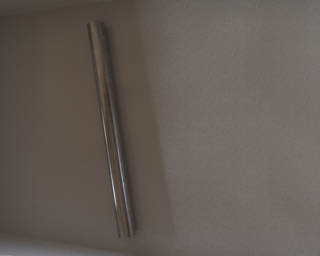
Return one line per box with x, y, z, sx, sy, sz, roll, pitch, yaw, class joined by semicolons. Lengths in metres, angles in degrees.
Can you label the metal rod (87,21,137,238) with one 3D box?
-0.068;0.000;0.433;0.025;0.025;0.298;-10;87;19;metal rod
